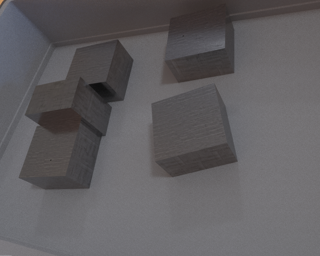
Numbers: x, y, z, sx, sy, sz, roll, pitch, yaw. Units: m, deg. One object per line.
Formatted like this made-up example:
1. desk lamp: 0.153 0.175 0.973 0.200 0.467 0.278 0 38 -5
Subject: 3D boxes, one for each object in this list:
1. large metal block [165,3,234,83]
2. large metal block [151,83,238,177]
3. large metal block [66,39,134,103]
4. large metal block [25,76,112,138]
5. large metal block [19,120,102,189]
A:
1. large metal block: 0.057 -0.116 0.430 0.080 0.050 0.080 -7 59 24
2. large metal block: 0.039 0.004 0.366 0.080 0.050 0.080 -17 55 18
3. large metal block: -0.096 -0.086 0.491 0.080 0.050 0.080 -4 60 25
4. large metal block: -0.130 -0.025 0.452 0.080 0.080 0.050 -7 59 24
5. large metal block: -0.138 0.040 0.436 0.080 0.050 0.080 -6 59 24
